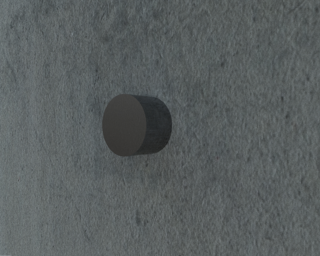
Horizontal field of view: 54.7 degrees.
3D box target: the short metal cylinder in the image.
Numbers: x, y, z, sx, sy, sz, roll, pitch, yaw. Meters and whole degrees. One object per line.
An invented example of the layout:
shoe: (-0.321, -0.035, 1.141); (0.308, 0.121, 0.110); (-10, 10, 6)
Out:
short metal cylinder: (-0.031, -0.004, 0.412); (0.080, 0.050, 0.079); (0, 90, 39)
